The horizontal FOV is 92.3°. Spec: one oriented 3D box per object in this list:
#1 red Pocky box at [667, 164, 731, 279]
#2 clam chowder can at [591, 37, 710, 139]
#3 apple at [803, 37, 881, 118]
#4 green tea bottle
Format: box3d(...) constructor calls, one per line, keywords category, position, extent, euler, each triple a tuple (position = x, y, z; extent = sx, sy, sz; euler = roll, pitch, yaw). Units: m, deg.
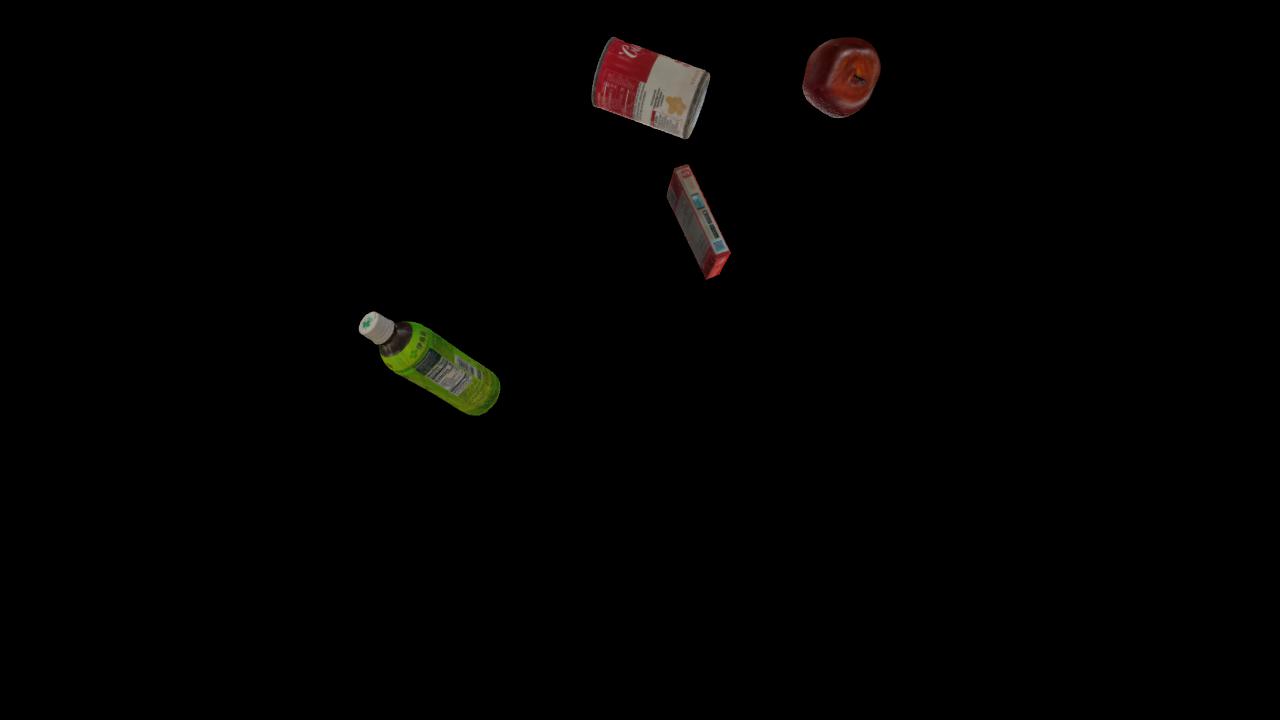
box3d(category="red Pocky box", position=(0.086, -0.205, 0.925), extent=(0.028, 0.155, 0.083), euler=(-21, -11, -11))
box3d(category="clam chowder can", position=(0.011, -0.269, 0.612), extent=(0.102, 0.068, 0.068), euler=(22, 1, 3))
box3d(category="apple", position=(0.213, -0.301, 0.656), extent=(0.079, 0.079, 0.093), euler=(0, 27, -12))
box3d(category="green tea bottle", position=(-0.266, 0.003, 0.788), extent=(0.073, 0.073, 0.212), euler=(0, -27, 26))
